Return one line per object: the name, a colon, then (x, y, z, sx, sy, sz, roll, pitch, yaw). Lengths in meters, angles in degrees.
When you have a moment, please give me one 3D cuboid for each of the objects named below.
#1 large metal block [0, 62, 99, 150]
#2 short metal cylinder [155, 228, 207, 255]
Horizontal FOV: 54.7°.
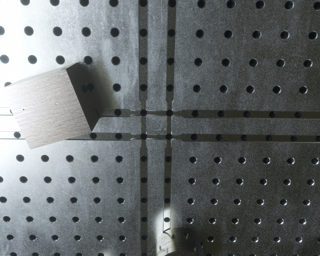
large metal block: (-0.133, -0.028, 0.388, 0.080, 0.050, 0.080, -16, 110, 5)
short metal cylinder: (0.032, 0.202, 0.475, 0.081, 0.050, 0.079, 0, 110, 0)
